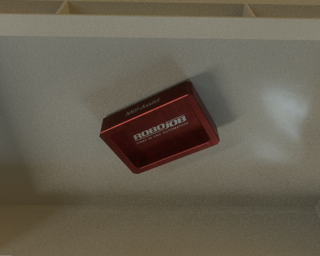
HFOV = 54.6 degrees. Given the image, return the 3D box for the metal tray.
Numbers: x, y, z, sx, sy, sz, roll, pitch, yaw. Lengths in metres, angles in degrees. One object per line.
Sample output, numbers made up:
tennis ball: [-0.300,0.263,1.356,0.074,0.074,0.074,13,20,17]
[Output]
metal tray: [0.000,0.004,0.405,0.130,0.030,0.090,-23,127,17]
